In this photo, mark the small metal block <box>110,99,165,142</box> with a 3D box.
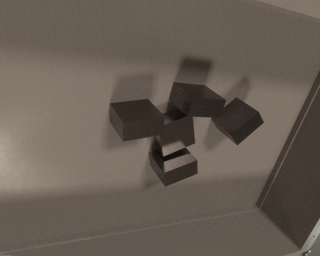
[{"bbox_3d":[-0.029,-0.011,0.371,0.050,0.050,0.025,-9,123,-24],"label":"small metal block"}]

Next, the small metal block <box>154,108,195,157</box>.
[{"bbox_3d":[0.018,0.004,0.423,0.050,0.025,0.050,-21,127,-16],"label":"small metal block"}]

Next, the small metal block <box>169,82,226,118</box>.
[{"bbox_3d":[0.047,-0.036,0.398,0.050,0.050,0.025,1,118,-29],"label":"small metal block"}]

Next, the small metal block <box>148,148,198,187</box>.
[{"bbox_3d":[0.018,0.049,0.435,0.050,0.050,0.025,-19,126,-18],"label":"small metal block"}]

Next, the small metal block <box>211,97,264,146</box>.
[{"bbox_3d":[0.112,-0.011,0.449,0.050,0.050,0.025,-41,130,-1],"label":"small metal block"}]
